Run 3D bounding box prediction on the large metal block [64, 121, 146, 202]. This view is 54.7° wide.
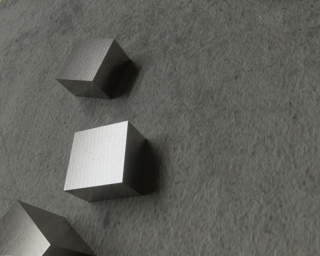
[{"bbox_3d":[-0.067,0.044,0.394,0.080,0.050,0.080,-12,57,21],"label":"large metal block"}]

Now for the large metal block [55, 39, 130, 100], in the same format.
[{"bbox_3d":[-0.107,-0.096,0.501,0.080,0.050,0.080,8,66,31],"label":"large metal block"}]

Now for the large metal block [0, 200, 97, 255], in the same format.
[{"bbox_3d":[-0.133,0.136,0.353,0.080,0.080,0.050,31,79,37],"label":"large metal block"}]
